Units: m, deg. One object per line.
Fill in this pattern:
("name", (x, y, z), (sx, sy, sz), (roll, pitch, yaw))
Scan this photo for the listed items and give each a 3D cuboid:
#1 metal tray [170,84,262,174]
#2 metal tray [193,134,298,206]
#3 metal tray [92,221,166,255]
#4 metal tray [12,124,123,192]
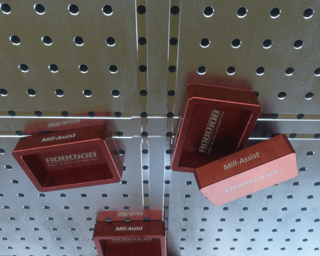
("metal tray", (0.069, 0.008, 0.415), (0.091, 0.030, 0.129), (7, 130, -6))
("metal tray", (0.123, 0.063, 0.437), (0.130, 0.030, 0.090), (-24, 145, 12))
("metal tray", (-0.054, 0.216, 0.591), (0.131, 0.030, 0.090), (-2, 130, 1))
("metal tray", (-0.128, 0.047, 0.446), (0.131, 0.030, 0.090), (-9, 130, 7))
